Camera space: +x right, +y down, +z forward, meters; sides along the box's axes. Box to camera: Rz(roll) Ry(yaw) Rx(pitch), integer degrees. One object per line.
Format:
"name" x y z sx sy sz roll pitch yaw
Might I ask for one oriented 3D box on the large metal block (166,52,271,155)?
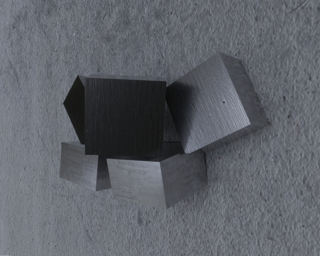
"large metal block" 0.059 -0.023 0.340 0.080 0.050 0.080 -31 71 35

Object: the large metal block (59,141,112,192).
"large metal block" -0.082 0.049 0.437 0.080 0.081 0.050 9 96 39

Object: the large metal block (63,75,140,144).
"large metal block" -0.074 -0.021 0.424 0.050 0.081 0.080 -54 51 27

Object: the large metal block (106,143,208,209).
"large metal block" -0.002 0.051 0.366 0.080 0.081 0.050 -2 100 40

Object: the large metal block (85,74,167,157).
"large metal block" -0.038 -0.016 0.339 0.050 0.081 0.079 -110 22 -75
